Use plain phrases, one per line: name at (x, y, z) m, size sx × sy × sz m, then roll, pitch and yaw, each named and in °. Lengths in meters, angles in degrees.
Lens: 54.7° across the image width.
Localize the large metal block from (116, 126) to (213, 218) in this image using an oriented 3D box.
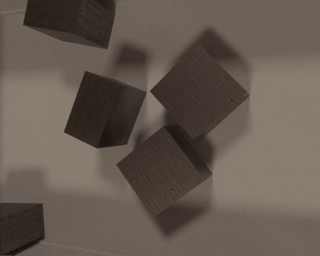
large metal block at (0.006, 0.053, 0.394) m, size 0.080 × 0.050 × 0.080 m, roll -40°, pitch 78°, yaw 15°

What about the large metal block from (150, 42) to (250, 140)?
large metal block at (0.050, -0.042, 0.379) m, size 0.080 × 0.050 × 0.080 m, roll -44°, pitch 77°, yaw 14°

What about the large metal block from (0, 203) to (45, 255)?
large metal block at (-0.234, 0.146, 0.462) m, size 0.080 × 0.080 × 0.050 m, roll -4°, pitch 89°, yaw 19°

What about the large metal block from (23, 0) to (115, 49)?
large metal block at (-0.121, -0.148, 0.422) m, size 0.080 × 0.080 × 0.050 m, roll 15°, pitch 95°, yaw 19°

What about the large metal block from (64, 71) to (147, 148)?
large metal block at (-0.068, -0.022, 0.404) m, size 0.050 × 0.080 × 0.080 m, roll 24°, pitch 98°, yaw 18°
